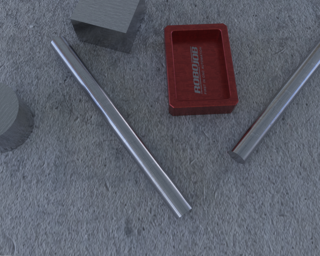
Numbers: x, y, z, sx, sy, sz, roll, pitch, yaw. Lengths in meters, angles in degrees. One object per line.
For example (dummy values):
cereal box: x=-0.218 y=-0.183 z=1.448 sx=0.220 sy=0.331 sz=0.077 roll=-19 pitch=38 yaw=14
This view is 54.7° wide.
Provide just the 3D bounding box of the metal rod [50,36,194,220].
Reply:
metal rod: x=-0.059 y=-0.011 z=0.411 sx=0.025 sy=0.025 sz=0.300 roll=-35 pitch=74 yaw=-12

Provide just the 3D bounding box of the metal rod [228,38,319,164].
metal rod: x=0.195 y=-0.069 z=0.435 sx=0.025 sy=0.025 sz=0.301 roll=39 pitch=74 yaw=12

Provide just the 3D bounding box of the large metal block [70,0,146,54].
large metal block: x=-0.072 y=-0.165 z=0.454 sx=0.080 sy=0.050 sz=0.080 roll=16 pitch=71 yaw=5

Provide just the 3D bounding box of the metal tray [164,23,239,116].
metal tray: x=0.054 y=-0.084 z=0.436 sx=0.091 sy=0.030 sz=0.130 roll=-3 pitch=70 yaw=-2

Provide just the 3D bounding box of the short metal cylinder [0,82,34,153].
short metal cylinder: x=-0.212 y=-0.013 z=0.397 sx=0.081 sy=0.050 sz=0.080 roll=0 pitch=70 yaw=0
